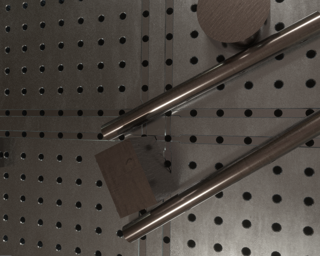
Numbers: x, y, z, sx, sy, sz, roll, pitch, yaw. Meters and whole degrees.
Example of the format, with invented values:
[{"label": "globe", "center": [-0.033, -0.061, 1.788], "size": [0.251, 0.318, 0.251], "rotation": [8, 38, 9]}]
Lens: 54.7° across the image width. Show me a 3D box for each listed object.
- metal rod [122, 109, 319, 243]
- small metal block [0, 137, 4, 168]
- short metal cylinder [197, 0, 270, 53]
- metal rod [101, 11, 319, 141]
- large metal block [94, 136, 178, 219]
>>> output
[{"label": "metal rod", "center": [0.075, 0.065, 0.385], "size": [0.300, 0.025, 0.025], "rotation": [-34, 79, 16]}, {"label": "small metal block", "center": [-0.289, 0.041, 0.512], "size": [0.050, 0.025, 0.050], "rotation": [-2, 89, 19]}, {"label": "short metal cylinder", "center": [0.089, -0.135, 0.368], "size": [0.080, 0.050, 0.079], "rotation": [0, 90, 19]}, {"label": "metal rod", "center": [0.053, -0.057, 0.393], "size": [0.300, 0.025, 0.025], "rotation": [-26, 82, 17]}, {"label": "large metal block", "center": [-0.027, 0.058, 0.392], "size": [0.050, 0.080, 0.080], "rotation": [-27, 81, 18]}]
